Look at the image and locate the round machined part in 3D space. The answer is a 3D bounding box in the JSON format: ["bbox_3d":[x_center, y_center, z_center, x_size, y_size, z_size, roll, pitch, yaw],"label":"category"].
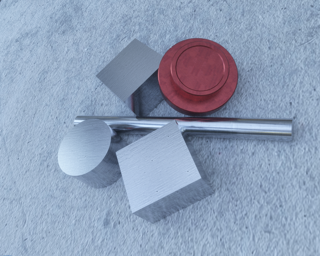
[{"bbox_3d":[0.047,-0.066,0.379,0.099,0.042,0.098,0,79,0],"label":"round machined part"}]

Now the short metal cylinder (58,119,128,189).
[{"bbox_3d":[-0.086,0.034,0.412,0.080,0.050,0.080,-13,56,20],"label":"short metal cylinder"}]

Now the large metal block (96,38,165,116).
[{"bbox_3d":[-0.031,-0.071,0.445,0.080,0.050,0.080,-45,51,-3],"label":"large metal block"}]

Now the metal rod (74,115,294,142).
[{"bbox_3d":[0.010,-0.003,0.402,0.300,0.025,0.025,2,63,28],"label":"metal rod"}]

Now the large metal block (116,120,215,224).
[{"bbox_3d":[0.005,0.051,0.355,0.080,0.050,0.080,-29,52,9],"label":"large metal block"}]
